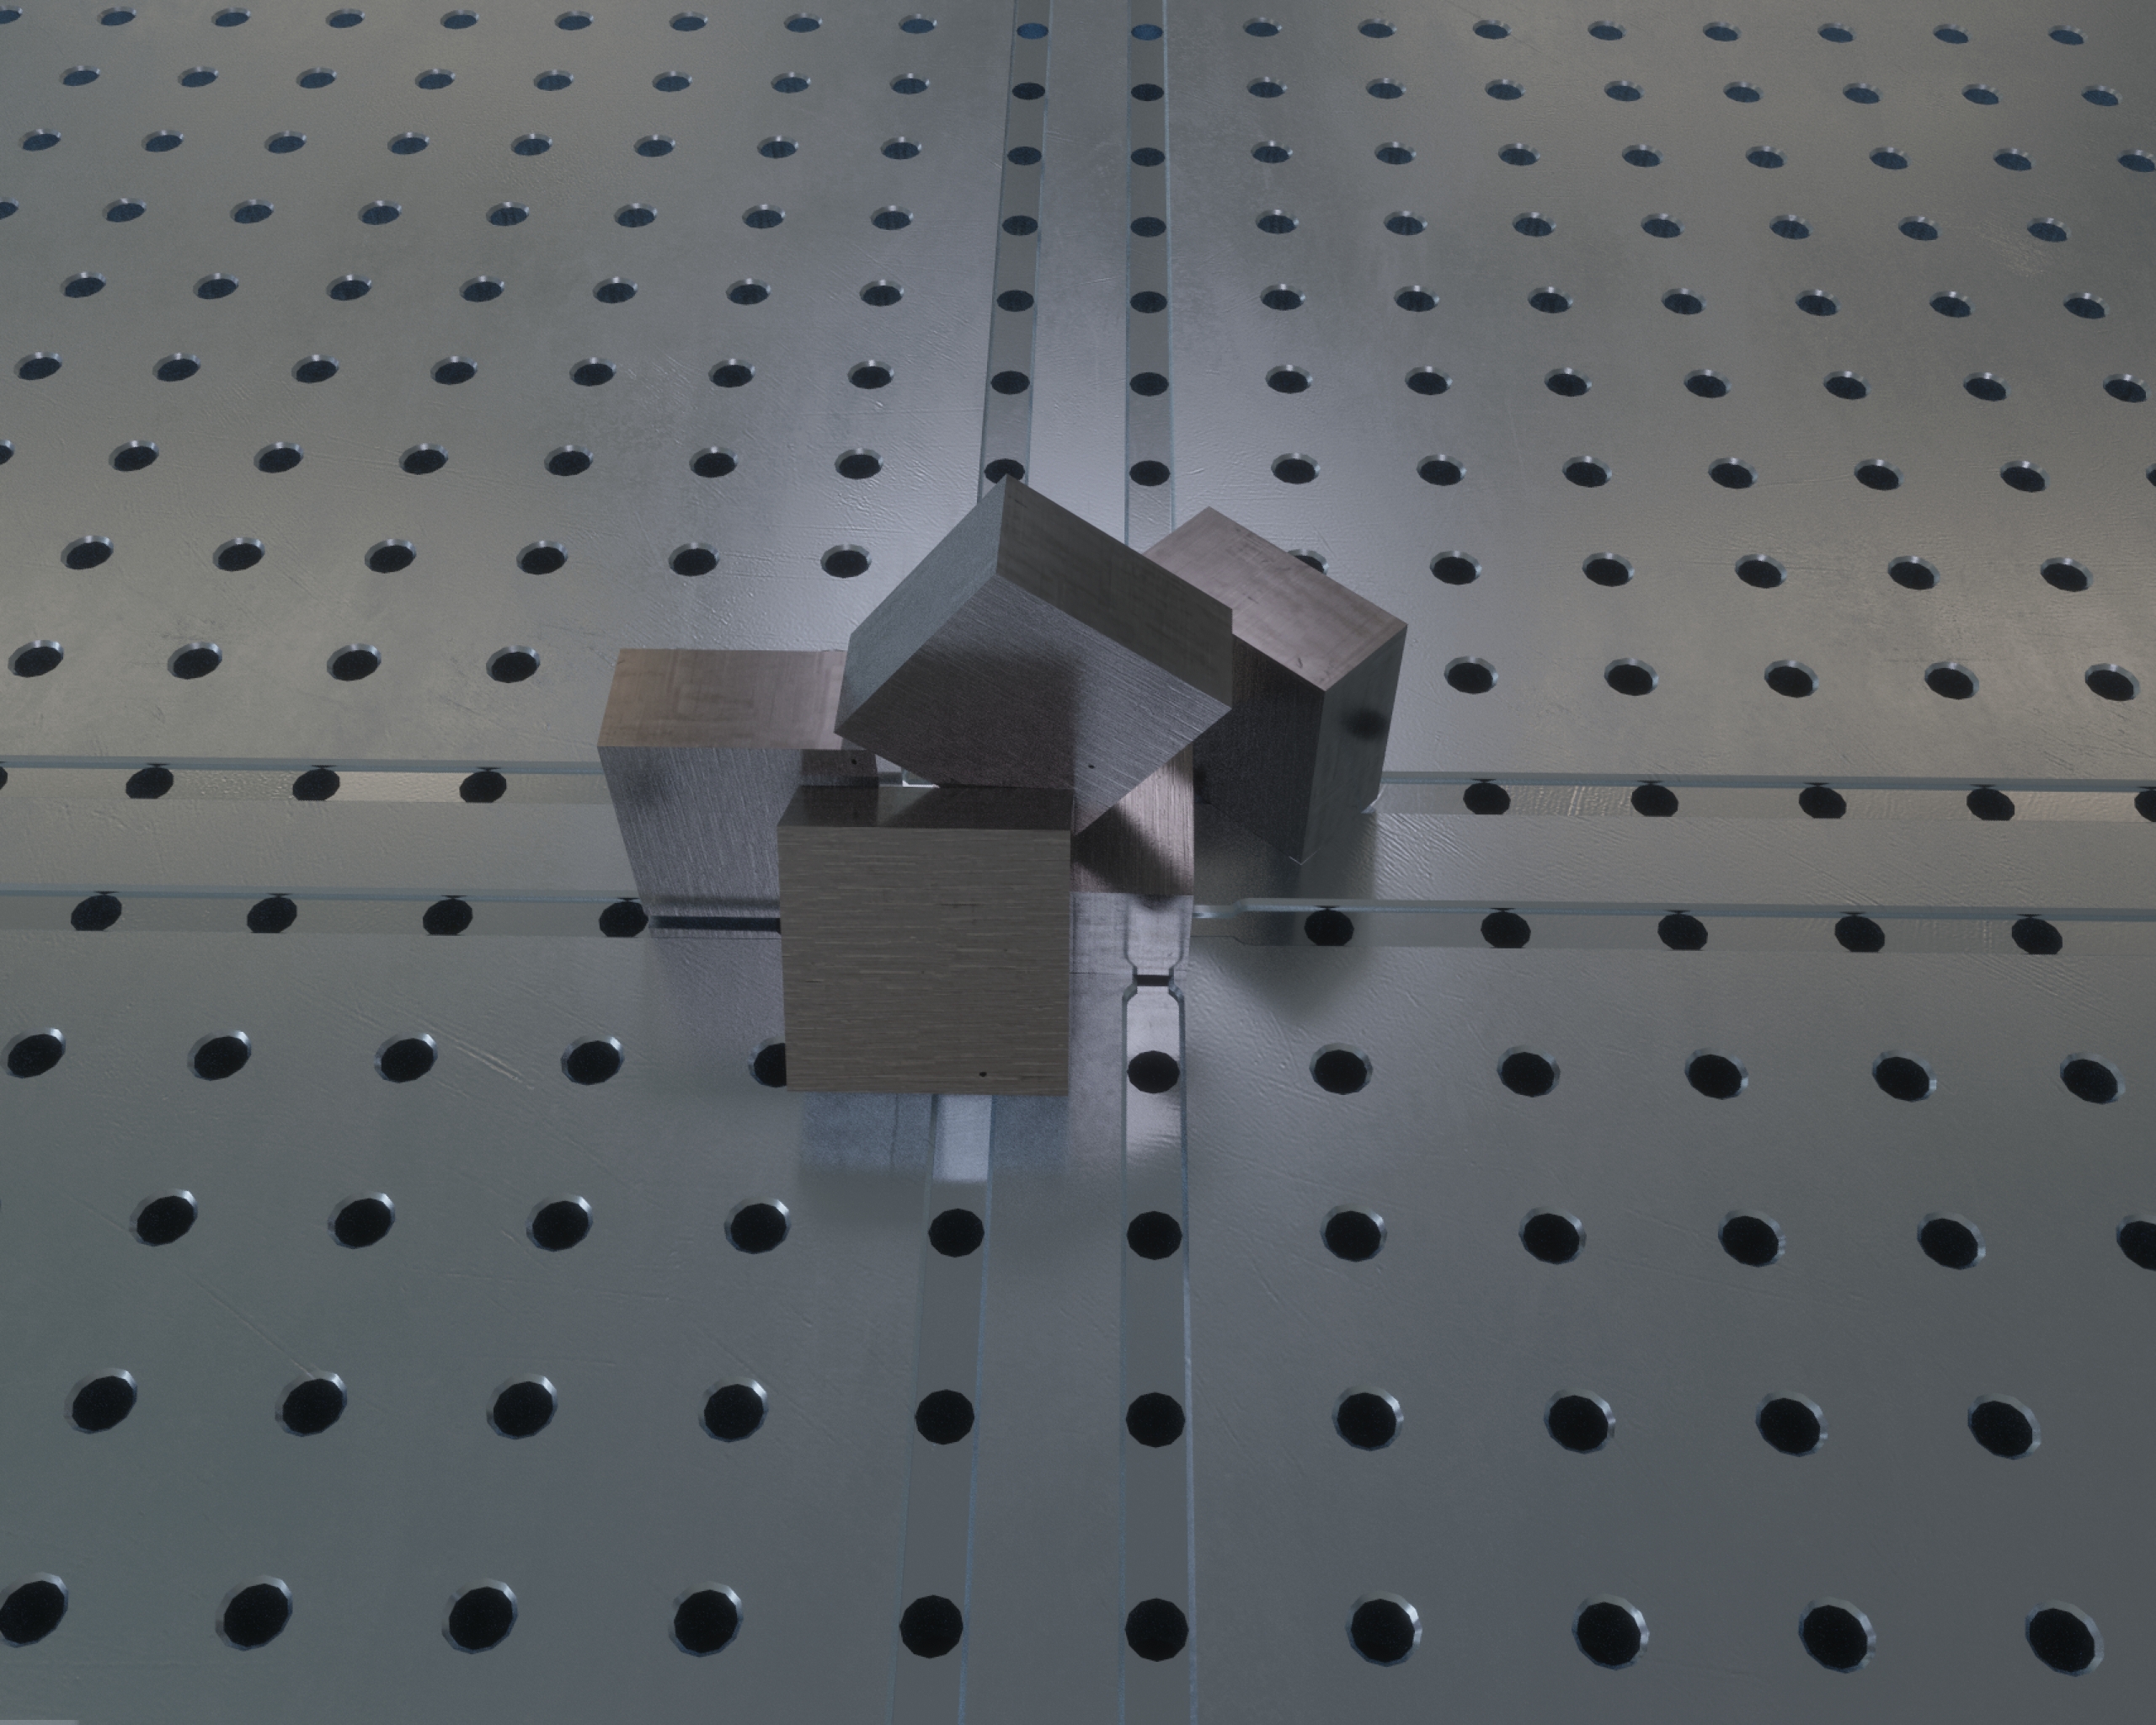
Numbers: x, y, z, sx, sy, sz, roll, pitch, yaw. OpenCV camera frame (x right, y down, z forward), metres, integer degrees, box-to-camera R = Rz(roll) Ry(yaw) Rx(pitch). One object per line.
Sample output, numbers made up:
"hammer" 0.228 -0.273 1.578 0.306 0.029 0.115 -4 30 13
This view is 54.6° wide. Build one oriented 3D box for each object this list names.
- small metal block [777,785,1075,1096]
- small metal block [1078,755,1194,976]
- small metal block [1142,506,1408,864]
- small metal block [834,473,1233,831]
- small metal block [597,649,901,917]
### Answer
"small metal block" -0.026 0.014 0.377 0.050 0.050 0.025 1 18 1
"small metal block" -0.003 -0.006 0.412 0.050 0.025 0.050 2 50 0
"small metal block" 0.036 -0.036 0.422 0.050 0.050 0.025 36 58 26
"small metal block" -0.008 -0.034 0.375 0.050 0.050 0.025 27 45 -26
"small metal block" -0.061 -0.014 0.403 0.050 0.050 0.025 1 51 1
